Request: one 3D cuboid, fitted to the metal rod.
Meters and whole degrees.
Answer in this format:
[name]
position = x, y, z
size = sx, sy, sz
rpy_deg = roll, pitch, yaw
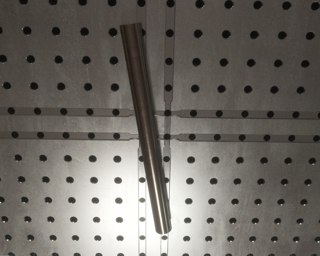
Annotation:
[metal rod]
position = -0.015, 0.015, 0.418
size = 0.025, 0.025, 0.298
rpy_deg = -8, 110, 2
